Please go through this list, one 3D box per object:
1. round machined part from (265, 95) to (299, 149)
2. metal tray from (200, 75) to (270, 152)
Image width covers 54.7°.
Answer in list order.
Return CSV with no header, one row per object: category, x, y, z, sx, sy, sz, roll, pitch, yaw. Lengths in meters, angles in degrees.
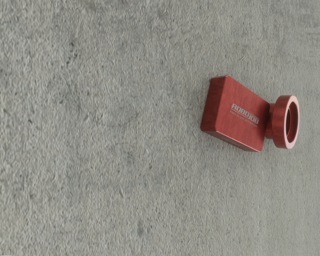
round machined part,0.222,-0.011,0.571,0.099,0.042,0.097,-8,100,-51
metal tray,0.128,-0.020,0.508,0.131,0.030,0.090,23,76,-38
